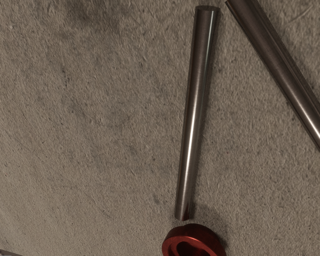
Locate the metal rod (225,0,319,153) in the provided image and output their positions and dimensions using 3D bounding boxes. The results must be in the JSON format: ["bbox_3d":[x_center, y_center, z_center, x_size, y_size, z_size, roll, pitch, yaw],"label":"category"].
[{"bbox_3d":[0.159,-0.007,0.318,0.025,0.025,0.299,-28,103,37],"label":"metal rod"}]

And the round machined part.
[{"bbox_3d":[0.056,0.189,0.482,0.098,0.042,0.097,13,124,20],"label":"round machined part"}]

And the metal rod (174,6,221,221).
[{"bbox_3d":[0.041,0.006,0.387,0.025,0.025,0.298,16,125,19],"label":"metal rod"}]
